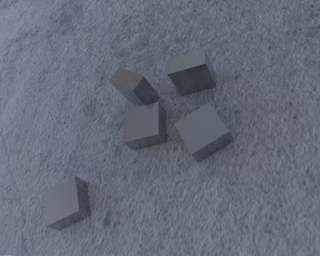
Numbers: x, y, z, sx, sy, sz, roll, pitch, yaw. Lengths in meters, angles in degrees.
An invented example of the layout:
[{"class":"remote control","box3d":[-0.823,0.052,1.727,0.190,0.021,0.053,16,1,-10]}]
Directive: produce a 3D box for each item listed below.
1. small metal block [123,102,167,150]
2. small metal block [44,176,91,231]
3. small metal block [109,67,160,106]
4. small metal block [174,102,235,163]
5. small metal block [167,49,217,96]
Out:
[{"class":"small metal block","box3d":[-0.019,-0.002,0.414,0.050,0.025,0.050,-14,56,20]},{"class":"small metal block","box3d":[-0.122,0.098,0.405,0.050,0.025,0.050,-27,53,11]},{"class":"small metal block","box3d":[-0.036,-0.055,0.439,0.050,0.050,0.025,27,77,37]},{"class":"small metal block","box3d":[0.053,0.005,0.372,0.050,0.025,0.050,-32,52,7]},{"class":"small metal block","box3d":[0.043,-0.072,0.408,0.050,0.050,0.025,-13,57,21]}]
